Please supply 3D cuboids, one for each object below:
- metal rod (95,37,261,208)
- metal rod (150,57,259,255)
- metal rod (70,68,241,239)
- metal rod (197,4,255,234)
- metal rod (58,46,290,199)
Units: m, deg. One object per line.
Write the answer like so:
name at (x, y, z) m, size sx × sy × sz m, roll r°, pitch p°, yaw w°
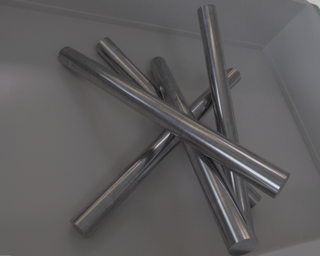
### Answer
metal rod at (0.022, -0.009, 0.423) m, size 0.300 × 0.025 × 0.025 m, roll 47°, pitch 51°, yaw 4°
metal rod at (0.031, -0.002, 0.351) m, size 0.025 × 0.025 × 0.300 m, roll 9°, pitch 36°, yaw -23°
metal rod at (0.014, 0.011, 0.380) m, size 0.025 × 0.025 × 0.301 m, roll 45°, pitch 59°, yaw 3°
metal rod at (0.083, -0.012, 0.397) m, size 0.025 × 0.025 × 0.298 m, roll -5°, pitch 83°, yaw -30°
metal rod at (-0.009, -0.022, 0.329) m, size 0.300 × 0.025 × 0.025 m, roll 33°, pitch 46°, yaw 28°
